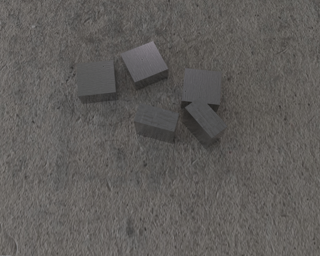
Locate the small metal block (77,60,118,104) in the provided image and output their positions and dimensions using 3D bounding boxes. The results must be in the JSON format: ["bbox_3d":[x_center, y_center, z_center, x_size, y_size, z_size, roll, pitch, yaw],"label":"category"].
[{"bbox_3d":[-0.087,-0.064,0.431,0.050,0.025,0.050,-6,70,-3],"label":"small metal block"}]

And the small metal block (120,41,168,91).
[{"bbox_3d":[-0.022,-0.088,0.440,0.050,0.025,0.050,-24,72,-9],"label":"small metal block"}]

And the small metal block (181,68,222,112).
[{"bbox_3d":[0.057,-0.052,0.427,0.050,0.025,0.050,7,70,2],"label":"small metal block"}]

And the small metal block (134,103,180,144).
[{"bbox_3d":[-0.004,-0.005,0.396,0.050,0.050,0.025,15,71,5],"label":"small metal block"}]

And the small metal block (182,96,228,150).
[{"bbox_3d":[0.056,-0.005,0.397,0.025,0.050,0.050,-36,74,-12],"label":"small metal block"}]
